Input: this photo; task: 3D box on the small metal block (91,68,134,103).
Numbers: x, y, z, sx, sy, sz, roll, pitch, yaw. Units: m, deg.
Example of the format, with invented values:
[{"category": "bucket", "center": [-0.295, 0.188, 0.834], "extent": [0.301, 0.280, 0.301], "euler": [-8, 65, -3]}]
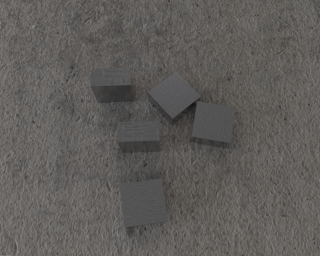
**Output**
[{"category": "small metal block", "center": [-0.062, -0.056, 0.415], "extent": [0.050, 0.050, 0.025], "euler": [-2, 70, -1]}]

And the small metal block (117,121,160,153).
[{"category": "small metal block", "center": [-0.025, 0.012, 0.390], "extent": [0.050, 0.050, 0.025], "euler": [-2, 70, -1]}]

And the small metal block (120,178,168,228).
[{"category": "small metal block", "center": [-0.019, 0.091, 0.374], "extent": [0.050, 0.025, 0.050], "euler": [-8, 70, -3]}]

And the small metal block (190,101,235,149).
[{"category": "small metal block", "center": [0.069, -0.004, 0.410], "extent": [0.050, 0.025, 0.050], "euler": [10, 70, 3]}]

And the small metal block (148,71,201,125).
[{"category": "small metal block", "center": [0.019, -0.041, 0.423], "extent": [0.050, 0.025, 0.050], "euler": [-38, 75, -13]}]
